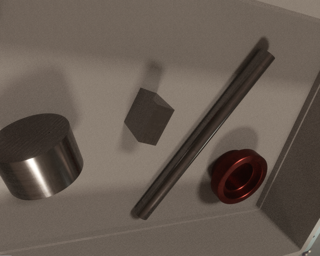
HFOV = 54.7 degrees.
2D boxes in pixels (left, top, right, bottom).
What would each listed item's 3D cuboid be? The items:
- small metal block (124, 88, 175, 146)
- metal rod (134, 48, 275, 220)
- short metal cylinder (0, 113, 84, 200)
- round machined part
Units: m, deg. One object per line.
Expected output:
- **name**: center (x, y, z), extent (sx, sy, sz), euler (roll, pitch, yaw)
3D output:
- **small metal block**: center (-0.015, -0.014, 0.377), extent (0.025, 0.050, 0.050), euler (16, 110, -35)
- **metal rod**: center (0.060, 0.015, 0.452), extent (0.025, 0.025, 0.299), euler (30, 102, -38)
- **short metal cylinder**: center (-0.127, 0.028, 0.322), extent (0.081, 0.080, 0.050), euler (-21, 127, -16)
- **round machined part**: center (0.126, 0.076, 0.516), extent (0.099, 0.042, 0.097), euler (-14, 125, -21)
